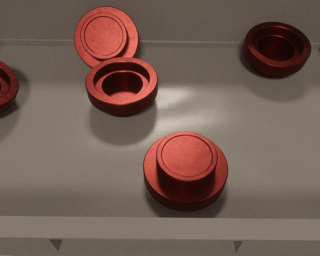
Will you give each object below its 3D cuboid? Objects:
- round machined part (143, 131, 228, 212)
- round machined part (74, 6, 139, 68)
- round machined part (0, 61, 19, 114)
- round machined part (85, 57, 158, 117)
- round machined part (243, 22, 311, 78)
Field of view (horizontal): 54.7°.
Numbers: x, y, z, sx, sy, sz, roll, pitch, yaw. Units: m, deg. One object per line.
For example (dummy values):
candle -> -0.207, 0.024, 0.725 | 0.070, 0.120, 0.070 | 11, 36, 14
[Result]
round machined part -> 0.030, 0.042, 0.359 | 0.099, 0.042, 0.098 | 0, 50, 0
round machined part -> -0.082, -0.136, 0.471 | 0.099, 0.042, 0.097 | 0, 95, 0
round machined part -> -0.248, -0.053, 0.417 | 0.099, 0.042, 0.098 | 21, 45, -23
round machined part -> -0.052, -0.054, 0.438 | 0.099, 0.042, 0.098 | 0, 50, 0
round machined part -> 0.181, -0.119, 0.490 | 0.099, 0.042, 0.098 | 0, 59, 0
